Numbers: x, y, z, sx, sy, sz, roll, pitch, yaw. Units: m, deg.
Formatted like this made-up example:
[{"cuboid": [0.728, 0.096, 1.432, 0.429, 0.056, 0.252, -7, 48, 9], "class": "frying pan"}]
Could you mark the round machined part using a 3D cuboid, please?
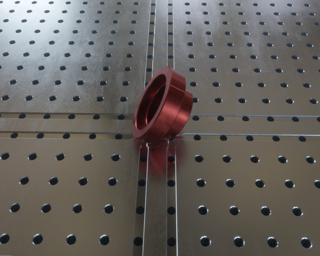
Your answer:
[{"cuboid": [0.006, -0.025, 0.394, 0.042, 0.098, 0.098, 23, 47, -21], "class": "round machined part"}]
